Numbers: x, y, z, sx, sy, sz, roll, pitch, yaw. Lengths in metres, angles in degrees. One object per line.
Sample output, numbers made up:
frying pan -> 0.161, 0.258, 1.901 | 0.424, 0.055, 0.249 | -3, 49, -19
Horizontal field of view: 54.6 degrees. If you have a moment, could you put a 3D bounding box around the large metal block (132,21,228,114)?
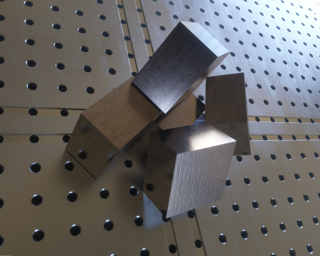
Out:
large metal block -> 0.026, -0.070, 0.348 | 0.050, 0.080, 0.080 | 44, 26, 2

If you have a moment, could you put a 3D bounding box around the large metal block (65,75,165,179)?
large metal block -> -0.050, 0.000, 0.344 | 0.050, 0.080, 0.080 | 44, 51, 2

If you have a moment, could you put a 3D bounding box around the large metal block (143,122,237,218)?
large metal block -> 0.032, 0.045, 0.353 | 0.081, 0.079, 0.050 | -9, 30, -32

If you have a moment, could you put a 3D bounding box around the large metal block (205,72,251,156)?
large metal block -> 0.094, -0.016, 0.423 | 0.050, 0.080, 0.080 | -5, 55, 17

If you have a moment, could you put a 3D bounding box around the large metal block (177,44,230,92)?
large metal block -> 0.042, -0.083, 0.446 | 0.050, 0.080, 0.080 | 43, 51, 1

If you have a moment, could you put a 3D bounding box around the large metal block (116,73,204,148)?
large metal block -> 0.002, -0.021, 0.407 | 0.080, 0.050, 0.080 | 43, 51, 1
